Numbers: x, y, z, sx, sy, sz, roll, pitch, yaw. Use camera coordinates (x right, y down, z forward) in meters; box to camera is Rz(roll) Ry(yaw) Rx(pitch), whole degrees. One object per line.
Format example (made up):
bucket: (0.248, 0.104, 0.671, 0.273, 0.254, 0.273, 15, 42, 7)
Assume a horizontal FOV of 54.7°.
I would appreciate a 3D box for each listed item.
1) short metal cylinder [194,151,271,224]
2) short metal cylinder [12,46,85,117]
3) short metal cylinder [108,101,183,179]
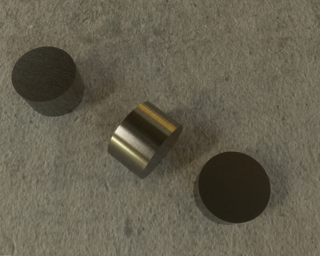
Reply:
short metal cylinder: (0.083, 0.073, 0.369, 0.081, 0.050, 0.080, 0, 70, 0)
short metal cylinder: (-0.147, -0.061, 0.415, 0.081, 0.050, 0.080, 0, 70, 0)
short metal cylinder: (-0.017, 0.015, 0.373, 0.050, 0.080, 0.080, 37, 74, 12)
